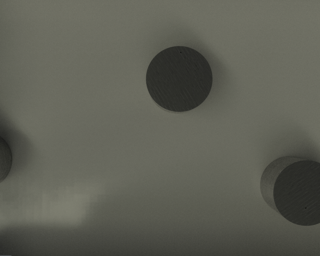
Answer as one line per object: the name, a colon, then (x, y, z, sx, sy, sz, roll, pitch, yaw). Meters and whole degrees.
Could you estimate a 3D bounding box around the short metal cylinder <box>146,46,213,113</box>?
short metal cylinder: (0.023, -0.059, 0.399, 0.081, 0.050, 0.080, 0, 90, 0)

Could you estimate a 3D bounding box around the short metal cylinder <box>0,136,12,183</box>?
short metal cylinder: (-0.242, 0.043, 0.397, 0.081, 0.050, 0.080, 0, 90, 0)

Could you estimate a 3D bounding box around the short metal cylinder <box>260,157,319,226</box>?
short metal cylinder: (0.178, 0.079, 0.400, 0.081, 0.050, 0.080, 0, 90, 0)
